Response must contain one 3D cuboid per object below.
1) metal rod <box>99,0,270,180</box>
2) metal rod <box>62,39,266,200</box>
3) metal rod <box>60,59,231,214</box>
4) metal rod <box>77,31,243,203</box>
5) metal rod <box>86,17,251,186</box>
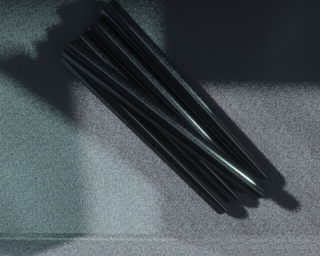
[{"bbox_3d":[0.041,-0.038,0.396,0.025,0.025,0.300,-41,105,14],"label":"metal rod"},{"bbox_3d":[0.015,-0.002,0.382,0.301,0.025,0.025,37,106,-13],"label":"metal rod"},{"bbox_3d":[-0.009,0.014,0.415,0.025,0.025,0.300,-41,105,14],"label":"metal rod"},{"bbox_3d":[0.006,-0.005,0.408,0.025,0.025,0.300,-41,105,14],"label":"metal rod"},{"bbox_3d":[0.025,-0.020,0.403,0.025,0.025,0.300,-41,105,14],"label":"metal rod"}]
